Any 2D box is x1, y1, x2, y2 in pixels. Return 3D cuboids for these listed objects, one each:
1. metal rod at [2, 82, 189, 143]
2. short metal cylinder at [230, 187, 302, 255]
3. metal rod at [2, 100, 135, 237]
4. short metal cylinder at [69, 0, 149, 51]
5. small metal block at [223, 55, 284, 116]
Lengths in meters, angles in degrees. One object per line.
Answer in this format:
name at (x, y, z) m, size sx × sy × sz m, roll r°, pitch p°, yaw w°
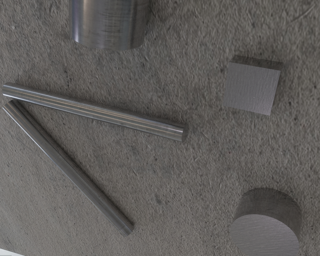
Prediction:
metal rod at (-0.105, -0.027, 0.445) m, size 0.301 × 0.025 × 0.025 m, roll 14°, pitch 124°, yaw 20°
short metal cylinder at (0.136, 0.124, 0.396) m, size 0.080 × 0.050 × 0.079 m, roll 13°, pitch 124°, yaw 21°
metal rod at (-0.152, 0.072, 0.531) m, size 0.300 × 0.025 × 0.025 m, roll 49°, pitch 129°, yaw -7°
short metal cylinder at (-0.053, -0.121, 0.325) m, size 0.080 × 0.080 × 0.050 m, roll 22°, pitch 127°, yaw 15°
small metal block at (0.097, -0.046, 0.327) m, size 0.050 × 0.025 × 0.050 m, roll 15°, pitch 125°, yaw 20°
